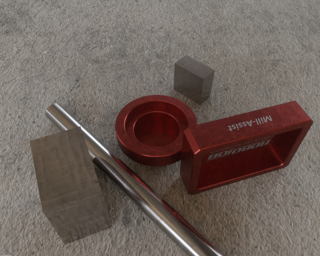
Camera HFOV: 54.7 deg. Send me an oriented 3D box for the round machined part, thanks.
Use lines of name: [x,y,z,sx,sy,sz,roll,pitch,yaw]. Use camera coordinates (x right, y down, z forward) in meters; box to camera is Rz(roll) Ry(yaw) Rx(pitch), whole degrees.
round machined part: [-0.004,0.007,0.386,0.099,0.042,0.098,0,50,0]

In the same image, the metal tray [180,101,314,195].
metal tray: [0.090,0.024,0.341,0.131,0.090,0.030,-14,52,-12]

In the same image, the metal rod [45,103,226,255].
metal rod: [-0.038,0.059,0.353,0.025,0.025,0.300,-37,59,-27]

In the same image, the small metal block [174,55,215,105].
small metal block: [0.048,-0.069,0.445,0.050,0.050,0.025,35,58,25]

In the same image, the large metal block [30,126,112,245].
large metal block: [-0.089,0.059,0.317,0.050,0.080,0.080,-18,52,-14]
